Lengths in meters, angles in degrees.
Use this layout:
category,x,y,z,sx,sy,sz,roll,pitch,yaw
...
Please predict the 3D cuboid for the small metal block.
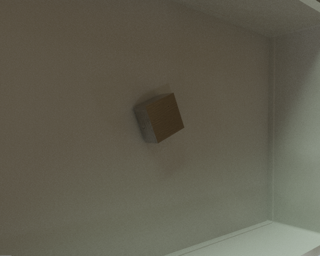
category,x,y,z,sx,sy,sz,roll,pitch,yaw
small metal block,-0.001,-0.013,0.404,0.050,0.025,0.050,-30,109,-36
